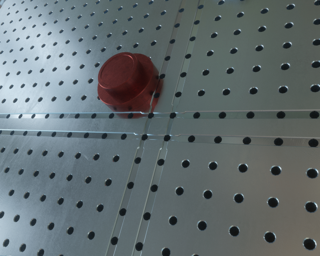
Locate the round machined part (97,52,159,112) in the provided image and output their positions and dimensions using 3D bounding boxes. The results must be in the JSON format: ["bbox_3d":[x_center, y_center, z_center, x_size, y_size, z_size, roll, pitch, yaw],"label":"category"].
[{"bbox_3d":[-0.055,-0.077,0.473,0.098,0.042,0.098,-13,56,21],"label":"round machined part"}]
